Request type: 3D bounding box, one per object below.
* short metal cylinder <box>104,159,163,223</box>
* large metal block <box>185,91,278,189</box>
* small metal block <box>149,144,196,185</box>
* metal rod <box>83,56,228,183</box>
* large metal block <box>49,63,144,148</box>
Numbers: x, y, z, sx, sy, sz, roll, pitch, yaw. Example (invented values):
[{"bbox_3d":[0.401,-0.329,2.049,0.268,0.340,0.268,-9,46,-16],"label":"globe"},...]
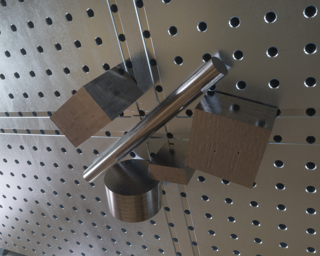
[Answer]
[{"bbox_3d":[-0.037,0.089,0.448,0.080,0.080,0.050,11,123,22],"label":"short metal cylinder"},{"bbox_3d":[0.080,0.012,0.356,0.080,0.050,0.079,18,125,17],"label":"large metal block"},{"bbox_3d":[0.020,0.047,0.413,0.050,0.050,0.025,5,121,25],"label":"small metal block"},{"bbox_3d":[-0.026,0.006,0.427,0.025,0.025,0.299,47,129,-5],"label":"metal rod"},{"bbox_3d":[-0.080,-0.029,0.399,0.080,0.080,0.050,-32,101,38],"label":"large metal block"}]
